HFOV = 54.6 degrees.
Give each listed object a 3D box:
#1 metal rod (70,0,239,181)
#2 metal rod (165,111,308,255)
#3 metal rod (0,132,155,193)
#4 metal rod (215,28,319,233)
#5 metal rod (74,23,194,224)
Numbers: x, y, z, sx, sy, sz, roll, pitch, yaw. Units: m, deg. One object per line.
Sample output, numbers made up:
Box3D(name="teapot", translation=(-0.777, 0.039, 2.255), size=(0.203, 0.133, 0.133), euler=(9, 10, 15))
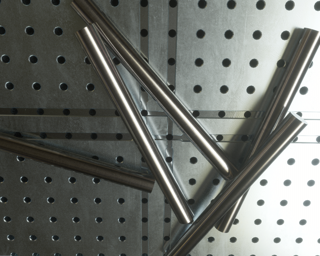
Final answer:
Box3D(name="metal rod", translation=(0.003, -0.042, 0.397), size=(0.025, 0.025, 0.300), euler=(-39, 106, 13))
Box3D(name="metal rod", translation=(0.091, 0.101, 0.431), size=(0.025, 0.025, 0.298), euler=(29, 115, -10))
Box3D(name="metal rod", translation=(-0.153, 0.037, 0.425), size=(0.302, 0.025, 0.025), euler=(17, 109, -7))
Box3D(name="metal rod", translation=(0.139, 0.017, 0.420), size=(0.025, 0.025, 0.298), euler=(17, 109, -6))
Box3D(name="metal rod", translation=(-0.023, 0.011, 0.405), size=(0.025, 0.025, 0.299), euler=(-23, 113, 8))
